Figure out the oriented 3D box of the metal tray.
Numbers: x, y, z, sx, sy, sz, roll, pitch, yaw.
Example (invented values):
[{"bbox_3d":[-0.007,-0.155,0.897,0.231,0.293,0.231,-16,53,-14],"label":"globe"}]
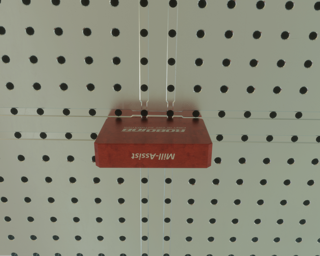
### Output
[{"bbox_3d":[-0.007,0.016,0.384,0.131,0.090,0.030,0,110,0],"label":"metal tray"}]
